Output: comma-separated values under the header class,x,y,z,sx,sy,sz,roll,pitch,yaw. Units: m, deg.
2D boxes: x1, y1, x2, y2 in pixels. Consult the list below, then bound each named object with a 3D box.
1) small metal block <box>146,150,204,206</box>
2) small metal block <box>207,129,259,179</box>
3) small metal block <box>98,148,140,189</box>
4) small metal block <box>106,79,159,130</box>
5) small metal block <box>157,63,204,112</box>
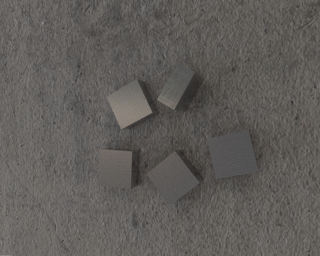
class,x,y,z,sx,sy,sz,roll,pitch,yaw
small metal block,0.020,0.064,0.402,0.050,0.025,0.050,-41,77,15
small metal block,0.089,0.031,0.377,0.050,0.025,0.050,-14,85,19
small metal block,-0.057,0.055,0.429,0.050,0.025,0.050,3,91,20
small metal block,-0.037,-0.031,0.422,0.050,0.025,0.050,-27,81,18
small metal block,0.027,-0.049,0.386,0.025,0.050,0.050,32,100,17
